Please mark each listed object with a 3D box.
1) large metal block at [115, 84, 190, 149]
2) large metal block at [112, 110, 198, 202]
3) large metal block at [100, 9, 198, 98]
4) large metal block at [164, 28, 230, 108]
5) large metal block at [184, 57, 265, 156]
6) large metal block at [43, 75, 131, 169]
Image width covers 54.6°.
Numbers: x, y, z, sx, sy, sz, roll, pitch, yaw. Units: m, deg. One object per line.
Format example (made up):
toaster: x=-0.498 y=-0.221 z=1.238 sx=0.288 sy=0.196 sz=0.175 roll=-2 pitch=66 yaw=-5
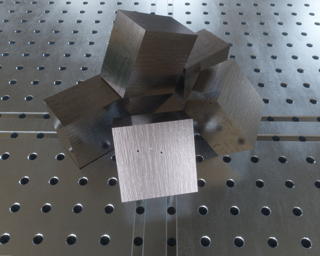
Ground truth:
large metal block: x=-0.007 y=-0.024 z=0.413 sx=0.080 sy=0.050 sz=0.080 roll=-32 pitch=57 yaw=-24
large metal block: x=-0.006 y=0.028 z=0.339 sx=0.080 sy=0.080 sz=0.050 roll=-7 pitch=14 yaw=-6
large metal block: x=-0.014 y=-0.085 z=0.362 sx=0.081 sy=0.079 sz=0.050 roll=-12 pitch=46 yaw=-43
large metal block: x=0.047 y=-0.081 z=0.441 sx=0.080 sy=0.080 sz=0.050 roll=-32 pitch=57 yaw=-24
large metal block: x=0.082 y=-0.025 z=0.384 sx=0.050 sy=0.080 sz=0.080 roll=-17 pitch=36 yaw=42
large metal block: x=-0.082 y=-0.010 z=0.378 sx=0.080 sy=0.080 sz=0.050 roll=-31 pitch=57 yaw=-23
